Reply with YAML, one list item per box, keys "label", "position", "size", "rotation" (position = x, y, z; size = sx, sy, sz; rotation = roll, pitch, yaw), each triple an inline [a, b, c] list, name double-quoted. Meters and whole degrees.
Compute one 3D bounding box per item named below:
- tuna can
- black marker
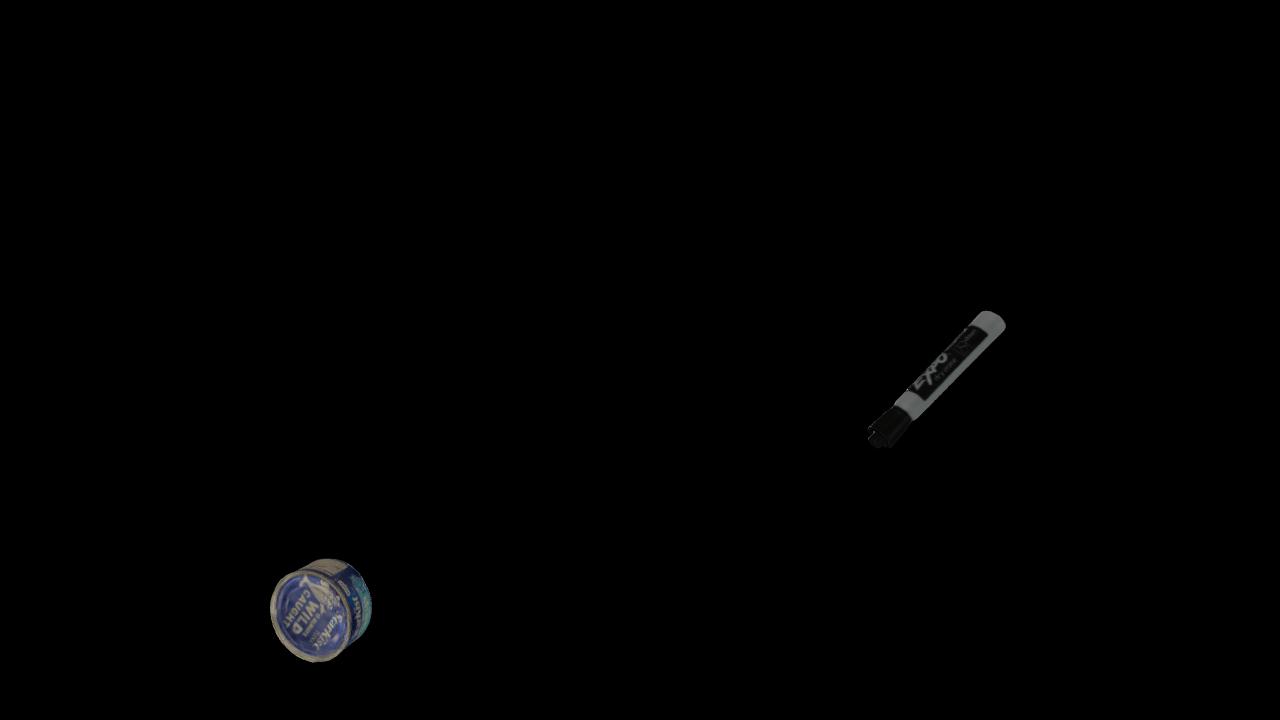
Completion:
- label: "tuna can"
  position: [-0.286, 0.224, 0.555]
  size: [0.084, 0.084, 0.034]
  rotation: [0, 5, 15]
- label: "black marker"
  position: [0.195, 0.014, 0.407]
  size: [0.121, 0.020, 0.020]
  rotation: [-43, 8, -8]
